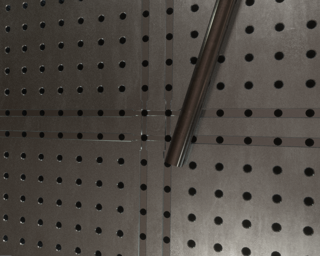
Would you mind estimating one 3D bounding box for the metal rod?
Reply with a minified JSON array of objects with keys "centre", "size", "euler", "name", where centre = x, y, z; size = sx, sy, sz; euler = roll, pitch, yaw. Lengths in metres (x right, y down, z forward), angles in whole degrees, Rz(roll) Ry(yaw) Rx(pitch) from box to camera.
[{"centre":[0.063,-0.095,0.389],"size":[0.025,0.025,0.298],"euler":[19,96,18],"name":"metal rod"}]
